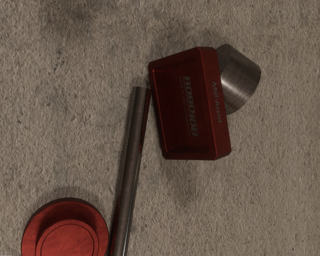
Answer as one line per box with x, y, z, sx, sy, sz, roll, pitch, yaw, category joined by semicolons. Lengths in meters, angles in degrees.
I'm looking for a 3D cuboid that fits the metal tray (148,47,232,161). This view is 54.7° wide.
0.034;-0.026;0.385;0.030;0.090;0.129;-13;95;-43;metal tray

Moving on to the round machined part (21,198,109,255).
-0.108;0.134;0.361;0.099;0.042;0.097;0;90;-21;round machined part

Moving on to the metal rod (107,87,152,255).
-0.045;0.096;0.393;0.025;0.025;0.298;10;87;-20;metal rod

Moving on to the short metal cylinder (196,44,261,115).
0.086;-0.064;0.413;0.050;0.080;0.080;30;80;-18;short metal cylinder
